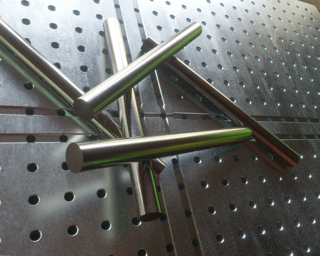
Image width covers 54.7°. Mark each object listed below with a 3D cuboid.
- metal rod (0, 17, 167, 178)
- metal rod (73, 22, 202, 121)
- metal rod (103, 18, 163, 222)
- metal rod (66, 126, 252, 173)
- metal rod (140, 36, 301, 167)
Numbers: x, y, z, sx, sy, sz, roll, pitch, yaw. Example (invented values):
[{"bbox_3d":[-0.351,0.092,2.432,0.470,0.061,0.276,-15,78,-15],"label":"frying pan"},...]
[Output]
[{"bbox_3d":[-0.113,-0.046,0.376,0.300,0.025,0.025,42,51,0],"label":"metal rod"},{"bbox_3d":[-0.008,-0.093,0.417,0.025,0.025,0.301,42,42,0],"label":"metal rod"},{"bbox_3d":[-0.041,-0.034,0.382,0.025,0.025,0.299,4,52,-26],"label":"metal rod"},{"bbox_3d":[0.030,0.017,0.363,0.302,0.025,0.025,-4,63,-48],"label":"metal rod"},{"bbox_3d":[0.096,-0.039,0.485,0.301,0.025,0.025,38,51,-3],"label":"metal rod"}]
